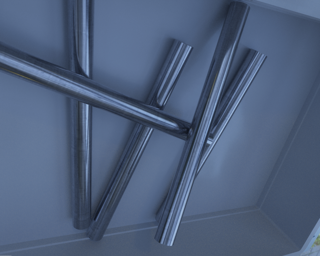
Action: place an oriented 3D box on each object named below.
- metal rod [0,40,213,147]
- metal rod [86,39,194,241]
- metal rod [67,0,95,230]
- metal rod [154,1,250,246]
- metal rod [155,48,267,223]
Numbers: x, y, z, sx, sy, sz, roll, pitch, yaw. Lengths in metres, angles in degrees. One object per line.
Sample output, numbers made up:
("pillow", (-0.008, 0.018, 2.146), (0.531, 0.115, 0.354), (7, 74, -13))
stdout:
("metal rod", (-0.050, -0.028, 0.330), (0.302, 0.025, 0.025), (21, 107, -37))
("metal rod", (-0.033, 0.028, 0.409), (0.025, 0.025, 0.298), (14, 111, -34))
("metal rod", (-0.092, 0.003, 0.361), (0.025, 0.025, 0.298), (-7, 122, -25))
("metal rod", (0.051, -0.005, 0.375), (0.025, 0.025, 0.298), (18, 90, -36))
("metal rod", (0.069, 0.024, 0.463), (0.025, 0.025, 0.298), (15, 110, -35))
